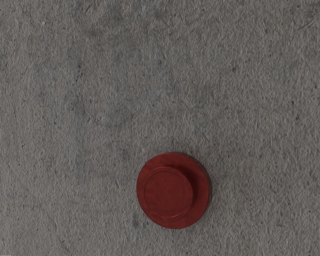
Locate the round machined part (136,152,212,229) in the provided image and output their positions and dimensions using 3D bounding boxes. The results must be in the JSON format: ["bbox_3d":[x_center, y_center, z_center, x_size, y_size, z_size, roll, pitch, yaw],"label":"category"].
[{"bbox_3d":[0.014,0.080,0.395,0.098,0.042,0.097,0,90,20],"label":"round machined part"}]
